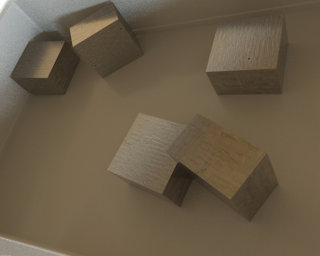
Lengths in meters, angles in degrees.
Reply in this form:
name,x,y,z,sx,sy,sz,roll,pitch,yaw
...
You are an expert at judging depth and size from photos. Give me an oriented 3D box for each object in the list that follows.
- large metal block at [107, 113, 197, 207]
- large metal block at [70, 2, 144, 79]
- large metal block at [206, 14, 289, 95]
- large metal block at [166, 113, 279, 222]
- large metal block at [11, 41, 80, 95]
name,x,y,z,sx,sy,sz,roll,pitch,yaw
large metal block,-0.001,0.036,0.368,0.080,0.050,0.080,16,70,34
large metal block,-0.085,-0.139,0.501,0.080,0.080,0.050,-28,52,11
large metal block,0.111,-0.089,0.386,0.080,0.050,0.080,3,63,29
large metal block,0.064,0.041,0.312,0.080,0.080,0.050,34,81,38
large metal block,-0.203,-0.108,0.557,0.080,0.050,0.080,4,64,22
